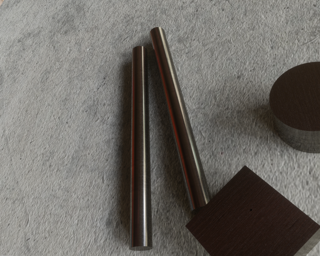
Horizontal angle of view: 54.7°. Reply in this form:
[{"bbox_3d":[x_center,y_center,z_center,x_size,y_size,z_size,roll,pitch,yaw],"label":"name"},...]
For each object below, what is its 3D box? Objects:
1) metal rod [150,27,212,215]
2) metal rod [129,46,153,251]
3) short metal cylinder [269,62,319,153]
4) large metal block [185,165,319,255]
[{"bbox_3d":[0.020,-0.033,0.413,0.025,0.025,0.299,-22,53,15],"label":"metal rod"},{"bbox_3d":[-0.026,0.004,0.415,0.025,0.025,0.299,-16,55,19],"label":"metal rod"},{"bbox_3d":[0.158,-0.020,0.318,0.080,0.050,0.080,-13,56,21],"label":"short metal cylinder"},{"bbox_3d":[0.085,0.096,0.284,0.080,0.050,0.080,-45,51,-3],"label":"large metal block"}]
